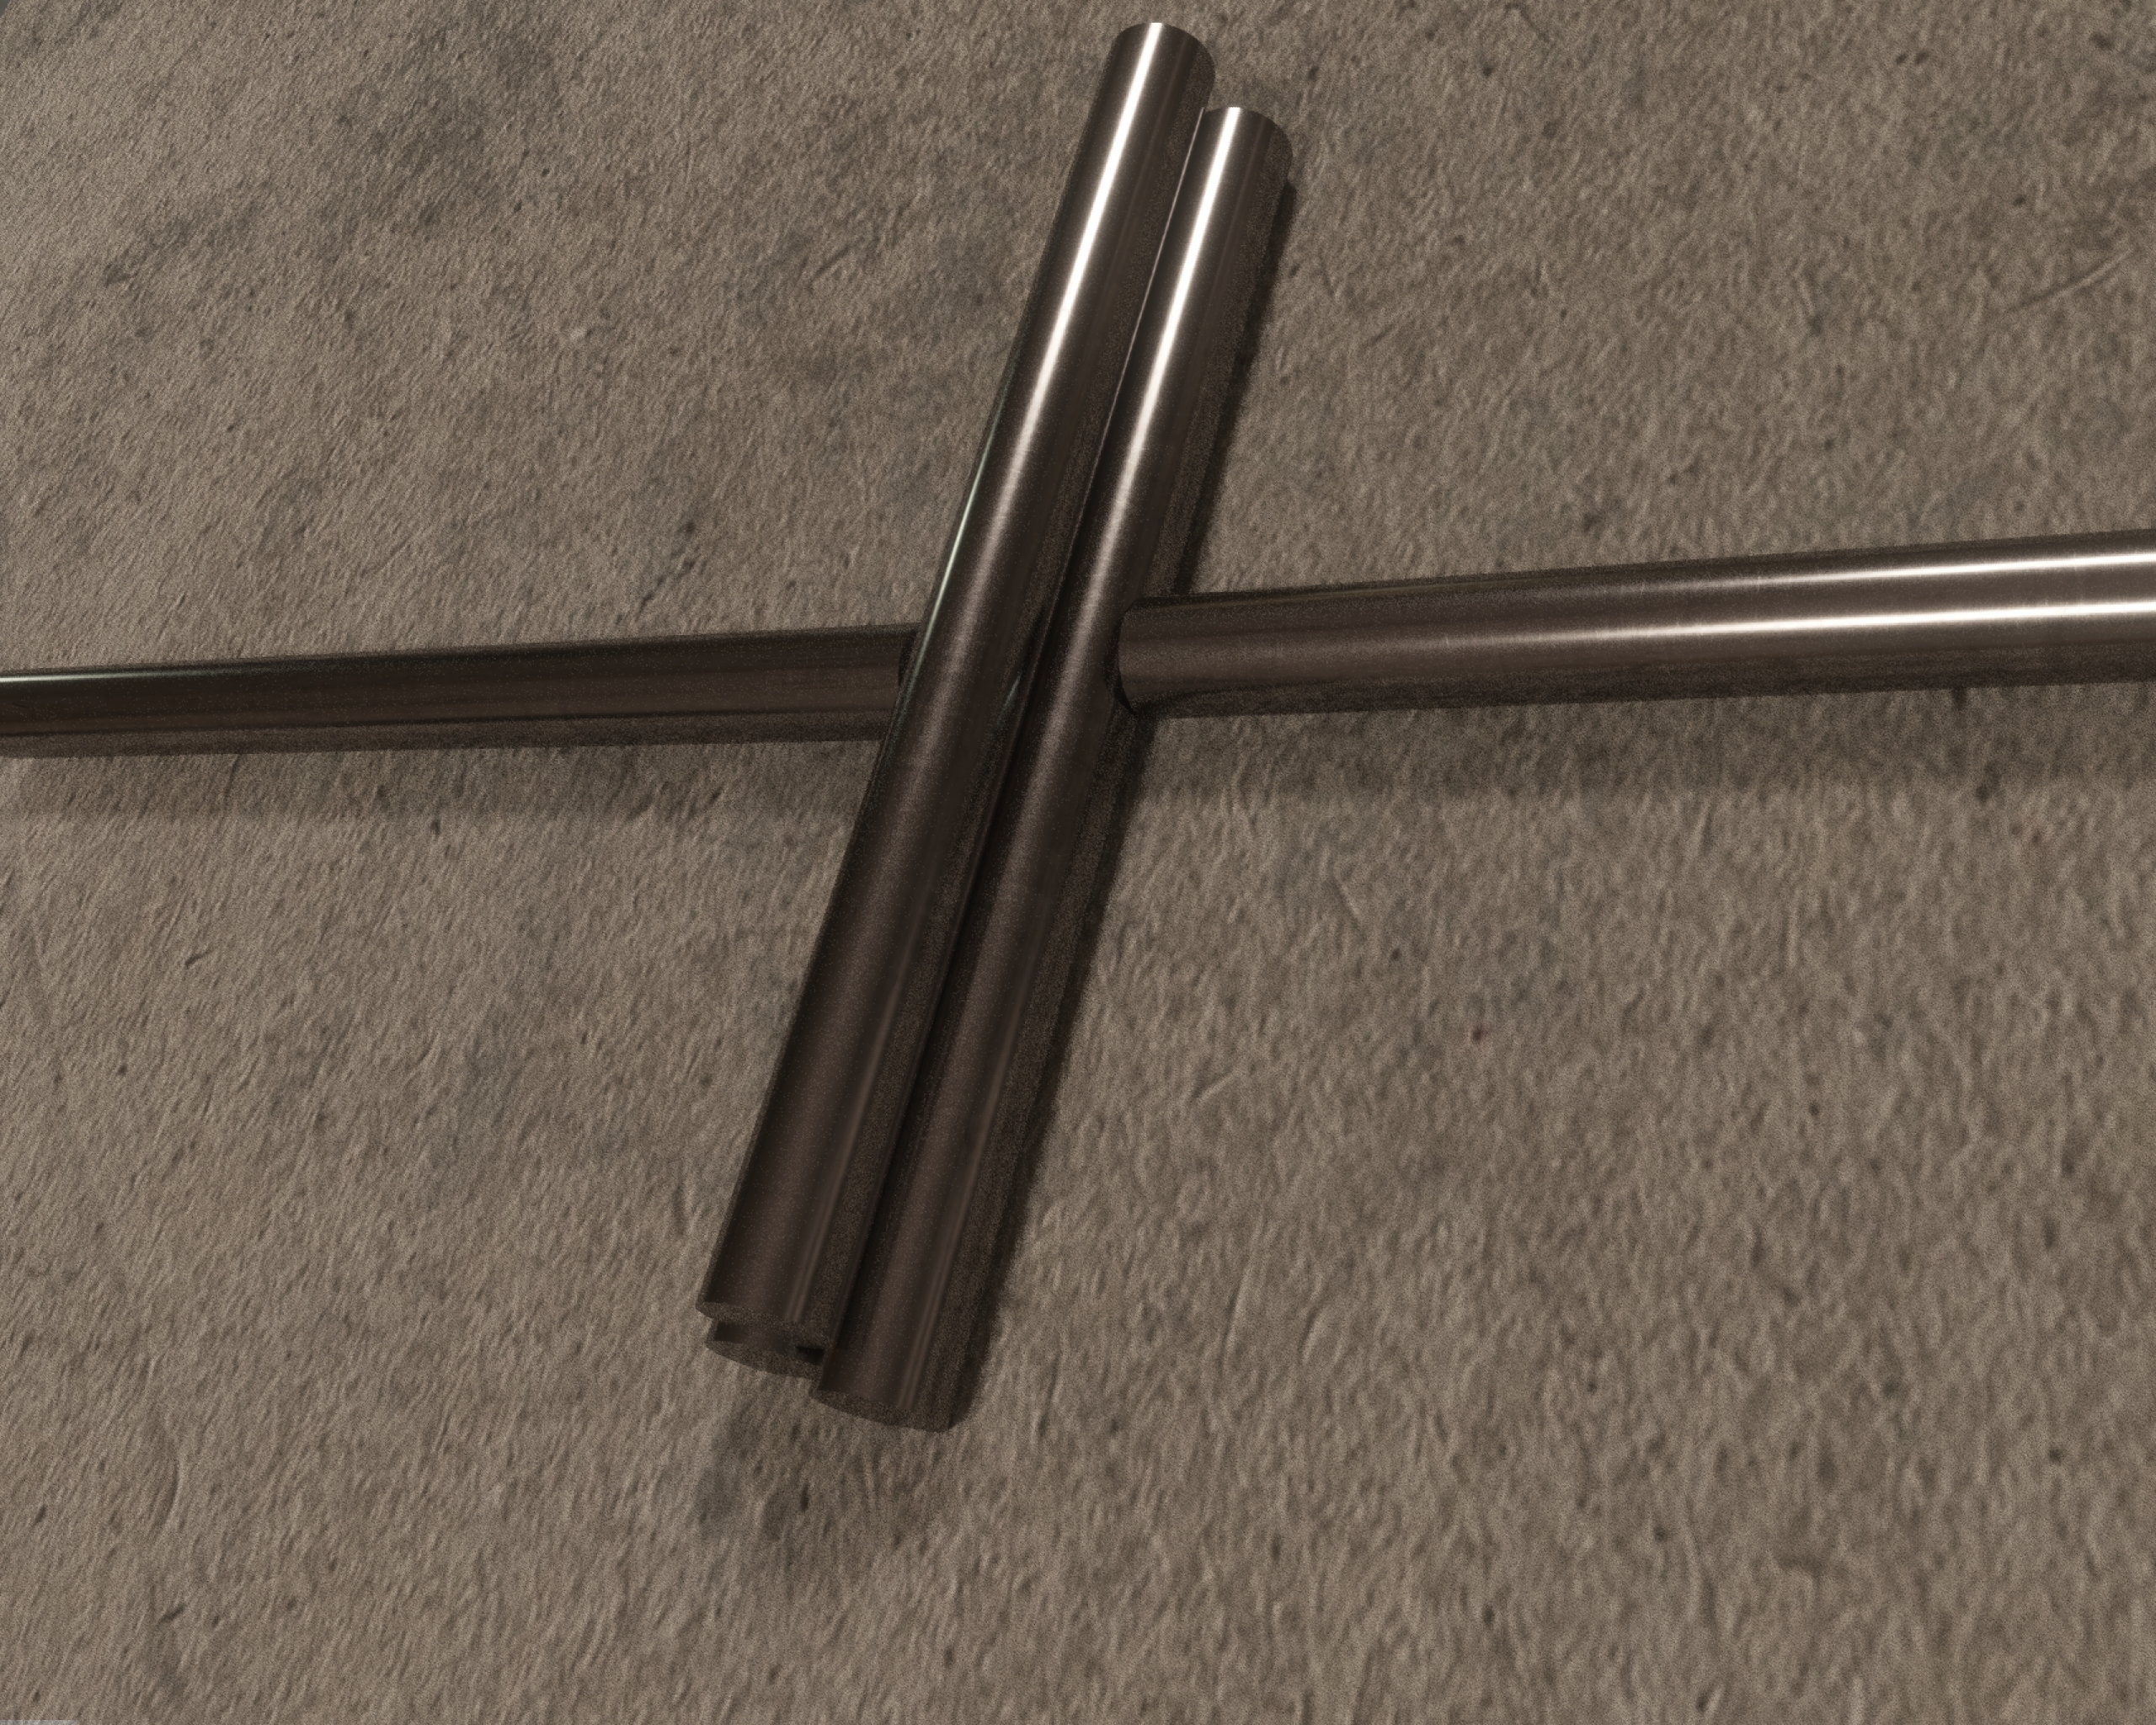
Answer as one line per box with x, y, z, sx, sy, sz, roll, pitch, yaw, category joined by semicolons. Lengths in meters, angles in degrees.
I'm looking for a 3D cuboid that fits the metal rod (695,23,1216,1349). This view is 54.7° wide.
-0.017;-0.052;0.419;0.025;0.025;0.300;1;62;28;metal rod

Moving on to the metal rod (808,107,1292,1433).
0.001;-0.036;0.426;0.025;0.025;0.300;1;62;28;metal rod

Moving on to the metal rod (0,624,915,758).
-0.164;-0.040;0.513;0.300;0.025;0.025;1;62;28;metal rod

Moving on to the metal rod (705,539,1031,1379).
-0.019;-0.041;0.440;0.025;0.025;0.300;1;62;28;metal rod

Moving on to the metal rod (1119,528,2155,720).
0.147;-0.042;0.353;0.300;0.025;0.025;0;62;27;metal rod
